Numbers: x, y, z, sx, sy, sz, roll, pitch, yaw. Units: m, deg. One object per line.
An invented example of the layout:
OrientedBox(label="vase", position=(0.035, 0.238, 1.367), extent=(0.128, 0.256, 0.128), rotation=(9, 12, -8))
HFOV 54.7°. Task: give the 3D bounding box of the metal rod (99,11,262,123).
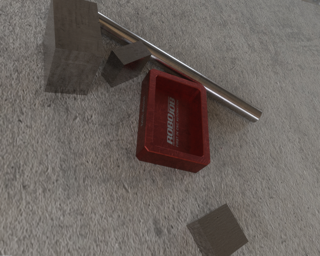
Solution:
OrientedBox(label="metal rod", position=(0.028, -0.091, 0.475), extent=(0.301, 0.025, 0.025), rotation=(29, 52, -10))

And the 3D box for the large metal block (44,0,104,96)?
OrientedBox(label="large metal block", position=(-0.107, -0.096, 0.370), extent=(0.050, 0.080, 0.080), rotation=(2, 61, -28))

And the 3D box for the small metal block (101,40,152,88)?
OrientedBox(label="small metal block", position=(-0.046, -0.086, 0.417), extent=(0.050, 0.050, 0.025), rotation=(-32, 80, -38))

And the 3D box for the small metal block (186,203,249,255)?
OrientedBox(label="small metal block", position=(0.068, 0.125, 0.366), extent=(0.050, 0.025, 0.050), rotation=(-18, 71, -35))

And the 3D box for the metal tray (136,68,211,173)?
OrientedBox(label="metal tray", position=(0.019, -0.011, 0.419), extent=(0.091, 0.030, 0.130), rotation=(15, 55, -20))
